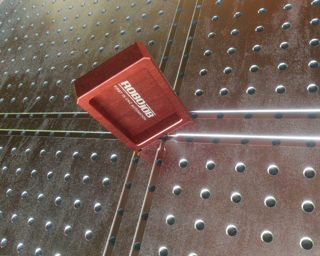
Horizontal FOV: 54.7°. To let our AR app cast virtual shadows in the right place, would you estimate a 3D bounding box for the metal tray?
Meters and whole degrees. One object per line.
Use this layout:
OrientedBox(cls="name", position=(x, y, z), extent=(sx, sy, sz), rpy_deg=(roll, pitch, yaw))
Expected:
OrientedBox(cls="metal tray", position=(-0.028, -0.030, 0.372), extent=(0.090, 0.130, 0.030), rpy_deg=(-31, 52, 8))
